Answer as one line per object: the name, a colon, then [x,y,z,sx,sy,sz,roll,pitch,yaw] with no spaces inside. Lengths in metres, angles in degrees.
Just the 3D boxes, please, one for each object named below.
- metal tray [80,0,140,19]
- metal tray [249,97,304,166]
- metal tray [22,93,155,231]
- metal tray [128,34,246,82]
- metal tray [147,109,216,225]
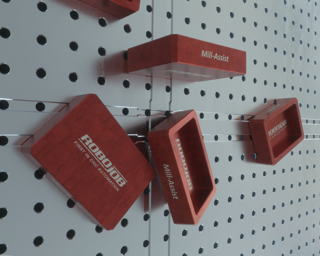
metal tray: [-0.060,-0.205,0.353,0.091,0.030,0.129,12,83,-39]
metal tray: [0.226,0.004,0.593,0.131,0.030,0.090,-28,107,-36]
metal tray: [-0.072,0.038,0.345,0.090,0.030,0.130,-50,119,-28]
metal tray: [0.036,-0.084,0.395,0.131,0.090,0.030,-1,91,-40]
metal tray: [0.034,0.050,0.413,0.090,0.030,0.129,-37,115,-56]
